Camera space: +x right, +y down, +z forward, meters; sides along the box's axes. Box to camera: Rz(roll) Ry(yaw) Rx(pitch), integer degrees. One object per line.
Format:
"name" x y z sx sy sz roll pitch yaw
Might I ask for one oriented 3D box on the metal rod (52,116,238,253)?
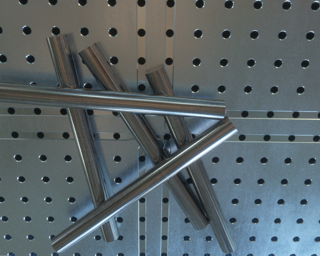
"metal rod" -0.028 0.081 0.416 0.300 0.025 0.025 -36 107 12

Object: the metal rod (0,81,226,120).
"metal rod" -0.073 -0.034 0.373 0.302 0.025 0.025 5 110 -3

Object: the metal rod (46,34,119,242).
"metal rod" -0.099 0.028 0.422 0.025 0.025 0.298 -9 110 3

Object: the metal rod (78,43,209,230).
"metal rod" -0.013 0.024 0.421 0.025 0.025 0.299 -29 108 10

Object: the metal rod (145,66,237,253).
"metal rod" 0.050 0.057 0.435 0.025 0.025 0.299 -22 109 7
